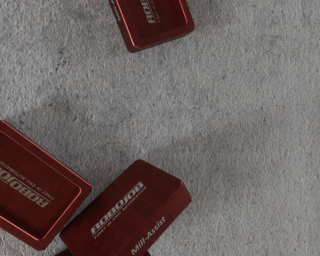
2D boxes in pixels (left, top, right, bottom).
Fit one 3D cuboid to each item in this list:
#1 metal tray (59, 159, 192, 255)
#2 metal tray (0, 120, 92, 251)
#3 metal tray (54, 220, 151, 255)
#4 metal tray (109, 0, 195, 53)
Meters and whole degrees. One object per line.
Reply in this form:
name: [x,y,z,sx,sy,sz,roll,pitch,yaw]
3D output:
metal tray: [-0.039,0.100,0.350,0.131,0.090,0.030,-43,125,-22]
metal tray: [-0.156,0.064,0.348,0.130,0.030,0.090,41,77,-16]
metal tray: [-0.077,0.165,0.343,0.131,0.090,0.030,-25,117,-18]
metal tray: [-0.019,-0.173,0.398,0.091,0.030,0.129,-23,98,-19]
